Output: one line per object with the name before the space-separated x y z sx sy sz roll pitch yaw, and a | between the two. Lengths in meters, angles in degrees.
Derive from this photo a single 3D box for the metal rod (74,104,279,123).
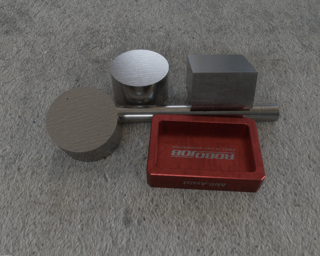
metal rod | 0.008 -0.019 0.422 0.302 0.025 0.025 -1 50 -1

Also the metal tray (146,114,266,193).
metal tray | 0.053 0.028 0.377 0.131 0.030 0.090 3 50 2

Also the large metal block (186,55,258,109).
large metal block | 0.080 -0.066 0.428 0.081 0.050 0.080 0 29 -1

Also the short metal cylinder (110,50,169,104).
short metal cylinder | -0.028 -0.068 0.446 0.081 0.050 0.080 0 49 0

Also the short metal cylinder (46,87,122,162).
short metal cylinder | -0.089 -0.003 0.374 0.081 0.050 0.080 0 71 -1
